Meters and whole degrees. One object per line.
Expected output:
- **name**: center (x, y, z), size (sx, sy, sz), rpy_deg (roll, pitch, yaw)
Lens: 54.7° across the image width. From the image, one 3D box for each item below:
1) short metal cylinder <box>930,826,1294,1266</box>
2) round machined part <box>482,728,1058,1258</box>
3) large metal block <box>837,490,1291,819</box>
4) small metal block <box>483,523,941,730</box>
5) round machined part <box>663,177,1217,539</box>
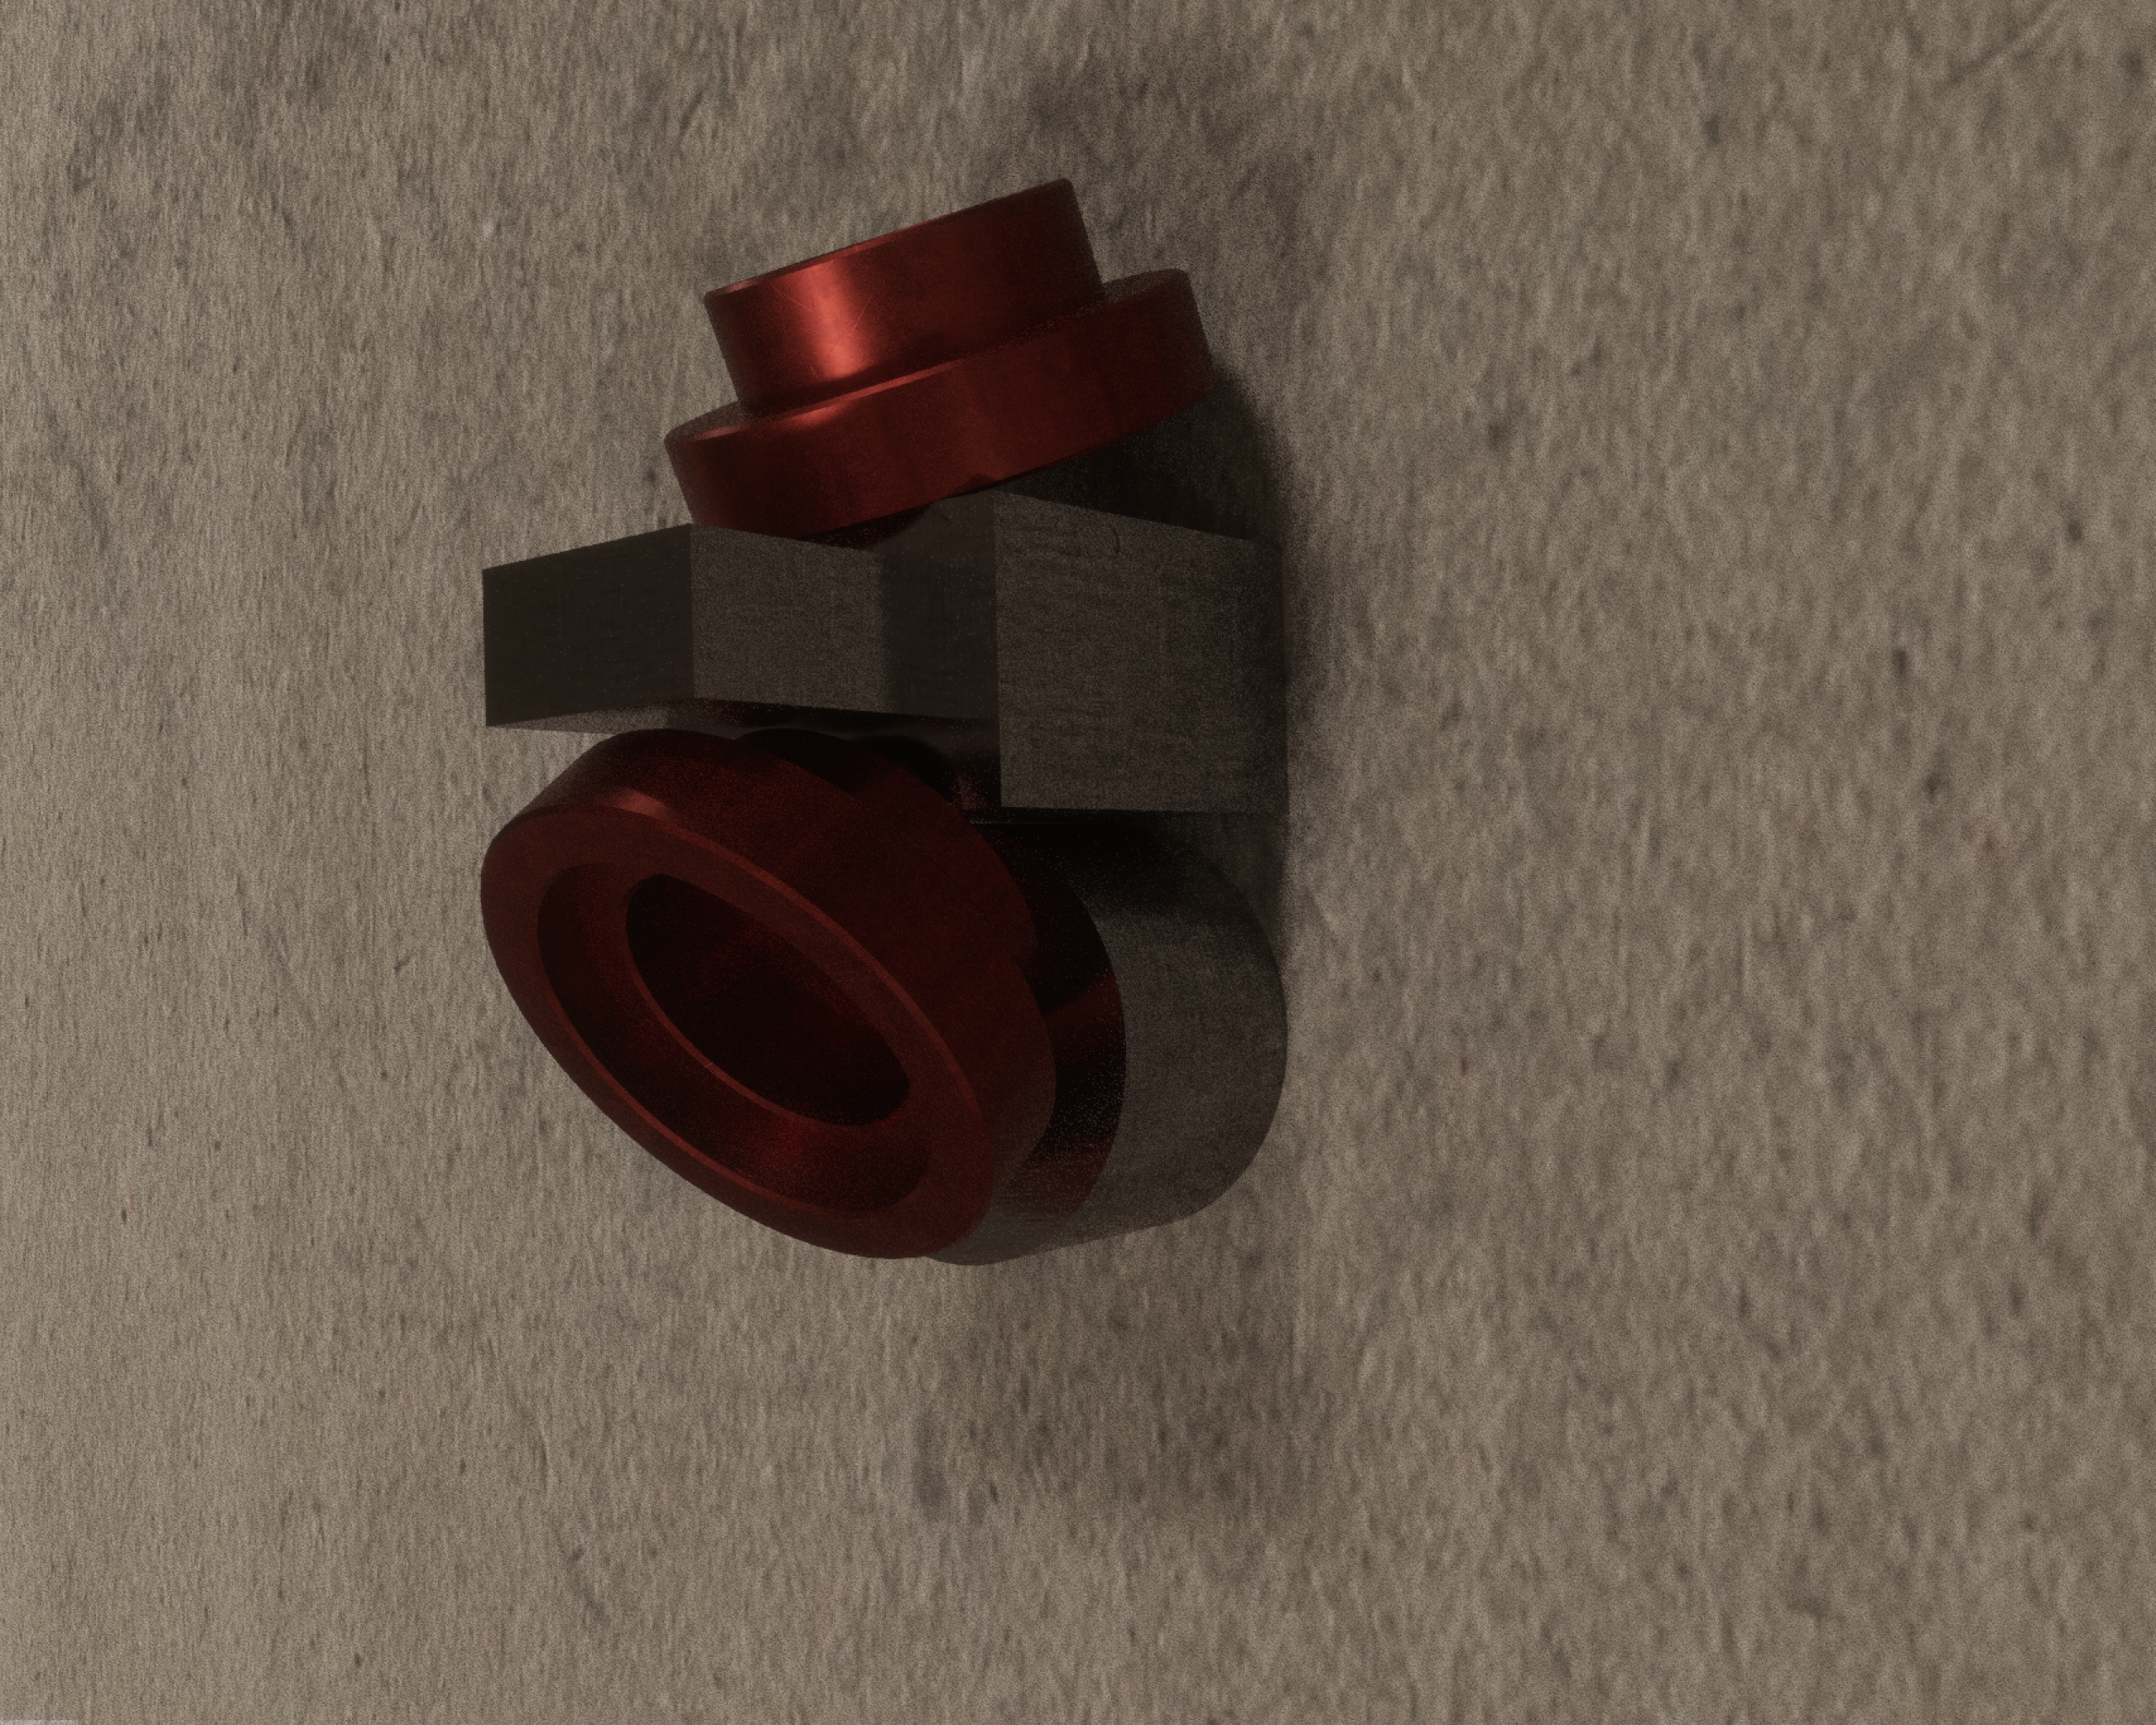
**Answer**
- **short metal cylinder**: center (-0.007, 0.032, 0.395), size (0.080, 0.050, 0.079), rpy_deg (0, 90, 39)
- **round machined part**: center (-0.046, 0.017, 0.345), size (0.098, 0.042, 0.097), rpy_deg (21, 139, 20)
- **large metal block**: center (-0.018, -0.032, 0.382), size (0.080, 0.081, 0.050), rpy_deg (-2, 89, 39)
- **small metal block**: center (-0.058, -0.035, 0.331), size (0.050, 0.050, 0.025), rpy_deg (-3, 88, 40)
- **round machined part**: center (-0.028, -0.092, 0.375), size (0.098, 0.099, 0.042), rpy_deg (-3, 113, 39)
